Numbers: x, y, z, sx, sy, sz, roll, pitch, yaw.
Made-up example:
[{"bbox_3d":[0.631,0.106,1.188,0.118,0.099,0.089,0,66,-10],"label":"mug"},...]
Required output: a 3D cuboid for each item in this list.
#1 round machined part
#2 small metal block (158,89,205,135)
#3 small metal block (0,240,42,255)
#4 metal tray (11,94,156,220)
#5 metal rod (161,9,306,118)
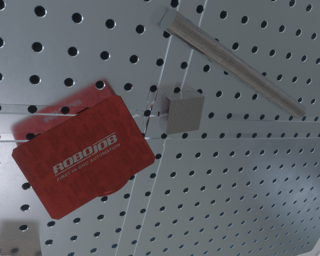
[{"bbox_3d":[-0.074,0.047,0.389,0.099,0.042,0.097,-14,124,-21],"label":"round machined part"},{"bbox_3d":[0.028,-0.022,0.413,0.050,0.025,0.050,-8,122,-24],"label":"small metal block"},{"bbox_3d":[-0.183,0.173,0.402,0.050,0.050,0.025,14,111,-34],"label":"small metal block"},{"bbox_3d":[-0.083,0.031,0.353,0.131,0.030,0.090,-30,97,-9],"label":"metal tray"},{"bbox_3d":[0.121,-0.074,0.431,0.302,0.025,0.025,22,106,-37],"label":"metal rod"}]
